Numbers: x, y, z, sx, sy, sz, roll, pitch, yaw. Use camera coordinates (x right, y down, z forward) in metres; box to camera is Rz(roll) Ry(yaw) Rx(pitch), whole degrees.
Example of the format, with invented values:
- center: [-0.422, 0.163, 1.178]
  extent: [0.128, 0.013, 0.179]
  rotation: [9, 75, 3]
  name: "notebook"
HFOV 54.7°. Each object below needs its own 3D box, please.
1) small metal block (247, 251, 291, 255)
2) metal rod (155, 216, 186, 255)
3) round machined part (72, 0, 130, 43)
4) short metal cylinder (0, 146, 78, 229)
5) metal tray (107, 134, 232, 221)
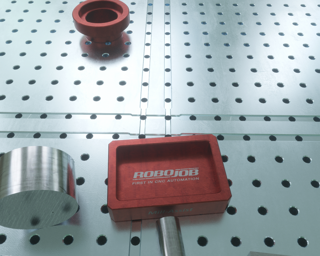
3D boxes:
- center: [0.108, 0.146, 0.286]
  extent: [0.050, 0.025, 0.050]
  rotation: [5, 50, 4]
  name: "small metal block"
- center: [0.028, 0.212, 0.229]
  extent: [0.025, 0.025, 0.300]
  rotation: [-6, 50, -5]
  name: "metal rod"
- center: [-0.103, -0.190, 0.555]
  extent: [0.099, 0.042, 0.098]
  rotation: [0, 50, 0]
  name: "round machined part"
- center: [-0.127, 0.063, 0.318]
  extent: [0.081, 0.080, 0.050]
  rotation: [-10, 51, -9]
  name: "short metal cylinder"
- center: [0.007, 0.054, 0.358]
  extent: [0.131, 0.030, 0.090]
  rotation: [-4, 50, -4]
  name: "metal tray"
